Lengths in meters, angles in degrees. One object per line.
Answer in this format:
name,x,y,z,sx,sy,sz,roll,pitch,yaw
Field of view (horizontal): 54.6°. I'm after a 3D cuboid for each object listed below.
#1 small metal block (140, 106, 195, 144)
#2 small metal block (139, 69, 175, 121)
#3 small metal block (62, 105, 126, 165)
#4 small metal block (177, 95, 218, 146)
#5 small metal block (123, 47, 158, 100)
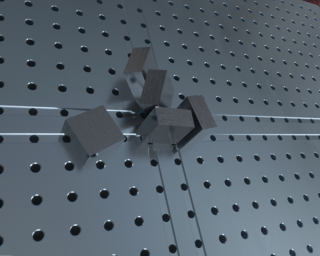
small metal block,0.008,-0.002,0.397,0.050,0.050,0.025,4,60,-26
small metal block,-0.002,-0.041,0.406,0.025,0.050,0.050,6,68,17
small metal block,-0.077,0.007,0.362,0.050,0.025,0.050,-27,77,-37
small metal block,0.045,-0.010,0.421,0.025,0.050,0.050,-9,67,-32
small metal block,-0.023,-0.074,0.421,0.025,0.050,0.050,1,51,19
